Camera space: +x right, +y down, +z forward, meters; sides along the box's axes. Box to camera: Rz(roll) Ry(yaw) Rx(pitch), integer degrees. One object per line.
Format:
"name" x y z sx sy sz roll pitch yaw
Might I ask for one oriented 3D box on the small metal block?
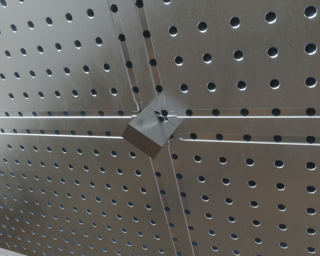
"small metal block" -0.013 0.005 0.403 0.050 0.050 0.025 35 129 5
